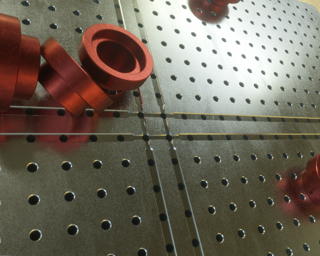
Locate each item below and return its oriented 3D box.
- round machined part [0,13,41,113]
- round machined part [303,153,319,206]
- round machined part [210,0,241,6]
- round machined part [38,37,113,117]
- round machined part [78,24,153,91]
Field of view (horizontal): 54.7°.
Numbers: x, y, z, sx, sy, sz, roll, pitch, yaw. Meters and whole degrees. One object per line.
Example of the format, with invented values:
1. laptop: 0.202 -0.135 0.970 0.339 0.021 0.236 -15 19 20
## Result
1. round machined part: -0.154 -0.064 0.319 0.042 0.098 0.098 6 59 -35
2. round machined part: 0.269 0.089 0.491 0.099 0.042 0.098 14 56 -21
3. round machined part: 0.128 -0.296 0.650 0.099 0.042 0.098 14 56 -21
4. round machined part: -0.102 -0.051 0.351 0.042 0.098 0.098 -43 86 -3
5. round machined part: -0.062 -0.089 0.415 0.099 0.042 0.098 19 49 -24
